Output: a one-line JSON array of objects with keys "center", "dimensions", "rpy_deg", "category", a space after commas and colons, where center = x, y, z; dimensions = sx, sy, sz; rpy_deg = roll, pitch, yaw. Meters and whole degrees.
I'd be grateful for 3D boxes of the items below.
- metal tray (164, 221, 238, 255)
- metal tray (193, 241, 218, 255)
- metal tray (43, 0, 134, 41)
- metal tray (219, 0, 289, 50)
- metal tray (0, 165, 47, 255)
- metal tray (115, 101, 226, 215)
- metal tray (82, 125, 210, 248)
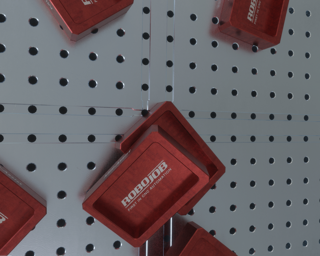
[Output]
[{"center": [0.064, 0.195, 0.401], "dimensions": [0.130, 0.030, 0.090], "rpy_deg": [41, 77, -15], "category": "metal tray"}, {"center": [0.048, 0.227, 0.428], "dimensions": [0.090, 0.030, 0.130], "rpy_deg": [32, 79, -17], "category": "metal tray"}, {"center": [-0.104, -0.184, 0.371], "dimensions": [0.090, 0.030, 0.130], "rpy_deg": [-37, 102, -16], "category": "metal tray"}, {"center": [0.146, -0.195, 0.462], "dimensions": [0.091, 0.030, 0.129], "rpy_deg": [16, 85, -19], "category": "metal tray"}, {"center": [-0.202, 0.081, 0.335], "dimensions": [0.130, 0.030, 0.090], "rpy_deg": [45, 76, -15], "category": "metal tray"}, {"center": [0.016, 0.040, 0.415], "dimensions": [0.090, 0.030, 0.130], "rpy_deg": [-44, 104, -15], "category": "metal tray"}, {"center": [-0.017, 0.071, 0.373], "dimensions": [0.090, 0.030, 0.130], "rpy_deg": [42, 101, -12], "category": "metal tray"}]
